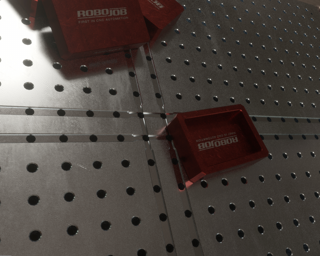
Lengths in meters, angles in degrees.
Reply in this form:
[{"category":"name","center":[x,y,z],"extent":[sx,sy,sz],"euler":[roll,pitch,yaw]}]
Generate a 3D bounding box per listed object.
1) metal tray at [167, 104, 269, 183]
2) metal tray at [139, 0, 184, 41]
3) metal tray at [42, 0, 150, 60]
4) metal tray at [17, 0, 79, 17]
[{"category":"metal tray","center":[0.084,0.017,0.441],"extent":[0.131,0.030,0.090],"euler":[-10,67,-33]},{"category":"metal tray","center":[-0.033,-0.214,0.519],"extent":[0.130,0.030,0.090],"euler":[39,51,-2]},{"category":"metal tray","center":[-0.085,-0.151,0.431],"extent":[0.131,0.030,0.090],"euler":[-21,96,-35]},{"category":"metal tray","center":[-0.181,-0.225,0.445],"extent":[0.130,0.030,0.091],"euler":[50,51,7]}]
